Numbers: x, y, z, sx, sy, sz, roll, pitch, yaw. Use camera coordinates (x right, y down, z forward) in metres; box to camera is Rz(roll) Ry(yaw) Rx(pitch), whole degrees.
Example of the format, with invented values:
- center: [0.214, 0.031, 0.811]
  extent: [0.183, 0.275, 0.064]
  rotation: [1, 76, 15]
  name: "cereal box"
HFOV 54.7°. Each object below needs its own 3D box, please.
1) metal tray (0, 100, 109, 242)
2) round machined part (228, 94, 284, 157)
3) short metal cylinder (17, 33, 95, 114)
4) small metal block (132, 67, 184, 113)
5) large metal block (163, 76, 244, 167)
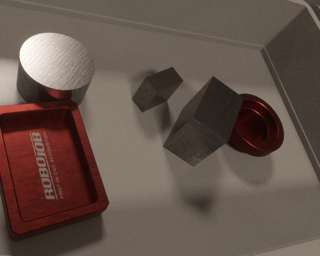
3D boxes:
- center: [-0.116, 0.036, 0.318]
  extent: [0.091, 0.030, 0.130]
  rotation: [-10, 67, -33]
  name: "metal tray"
- center: [0.135, -0.001, 0.470]
  extent: [0.099, 0.042, 0.098]
  rotation: [14, 56, -21]
  name: "round machined part"
- center: [-0.122, -0.064, 0.363]
  extent: [0.081, 0.050, 0.080]
  rotation: [14, 56, -21]
  name: "short metal cylinder"
- center: [-0.004, -0.052, 0.421]
  extent: [0.050, 0.050, 0.025]
  rotation: [-29, 78, -38]
  name: "small metal block"
- center: [0.057, -0.007, 0.407]
  extent: [0.050, 0.080, 0.080]
  rotation: [34, 51, -6]
  name: "large metal block"
